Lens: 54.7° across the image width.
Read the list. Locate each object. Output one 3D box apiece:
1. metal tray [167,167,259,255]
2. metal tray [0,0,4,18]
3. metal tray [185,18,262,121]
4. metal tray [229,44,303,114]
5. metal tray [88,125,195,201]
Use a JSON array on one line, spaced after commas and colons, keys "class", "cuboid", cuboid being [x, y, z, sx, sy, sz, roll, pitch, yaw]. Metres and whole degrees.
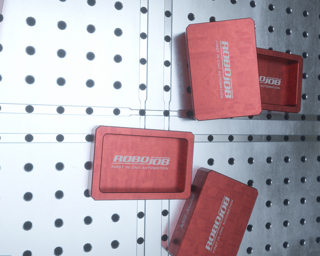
[{"class": "metal tray", "cuboid": [0.077, 0.132, 0.440, 0.090, 0.030, 0.130, 25, 82, -19]}, {"class": "metal tray", "cuboid": [-0.241, -0.130, 0.320, 0.131, 0.030, 0.089, 10, 87, -20]}, {"class": "metal tray", "cuboid": [0.086, -0.078, 0.426, 0.091, 0.030, 0.129, -6, 92, 2]}, {"class": "metal tray", "cuboid": [0.153, -0.071, 0.468, 0.131, 0.030, 0.089, 4, 89, -20]}, {"class": "metal tray", "cuboid": [-0.023, 0.045, 0.402, 0.131, 0.030, 0.089, 4, 89, -20]}]
